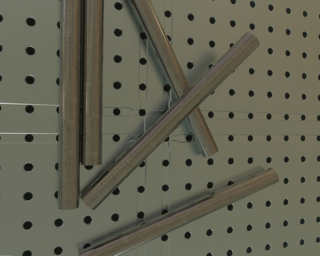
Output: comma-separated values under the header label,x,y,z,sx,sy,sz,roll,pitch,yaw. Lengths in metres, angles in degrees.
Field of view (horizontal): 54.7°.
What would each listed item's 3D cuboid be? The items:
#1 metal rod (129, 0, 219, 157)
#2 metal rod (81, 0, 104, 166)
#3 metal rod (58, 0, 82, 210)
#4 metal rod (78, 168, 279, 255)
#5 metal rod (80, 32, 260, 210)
label,x,y,z,sx,sy,sz,roll,pitch,yaw
metal rod,0.008,-0.097,0.416,0.025,0.025,0.299,-29,100,-18
metal rod,-0.082,-0.104,0.382,0.025,0.025,0.298,1,90,-20
metal rod,-0.108,-0.054,0.373,0.025,0.025,0.298,1,90,-20
metal rod,0.039,0.118,0.428,0.302,0.025,0.025,-18,97,-20
metal rod,0.017,-0.013,0.397,0.300,0.025,0.025,-45,105,-6
